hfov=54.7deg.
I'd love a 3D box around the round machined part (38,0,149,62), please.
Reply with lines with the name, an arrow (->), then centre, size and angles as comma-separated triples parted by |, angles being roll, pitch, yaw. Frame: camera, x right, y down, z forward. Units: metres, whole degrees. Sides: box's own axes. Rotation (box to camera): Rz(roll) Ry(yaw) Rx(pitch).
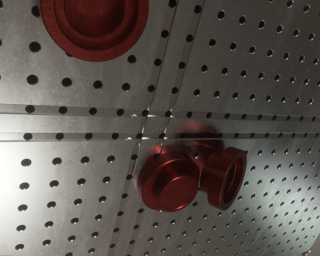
round machined part -> -0.064, -0.116, 0.294 | 0.099, 0.042, 0.097 | -14, 125, -21

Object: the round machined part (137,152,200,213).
round machined part -> 0.019, 0.088, 0.467 | 0.099, 0.042, 0.097 | -14, 125, -21

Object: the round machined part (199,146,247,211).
round machined part -> 0.096, 0.075, 0.484 | 0.099, 0.042, 0.097 | -32, 130, -47
